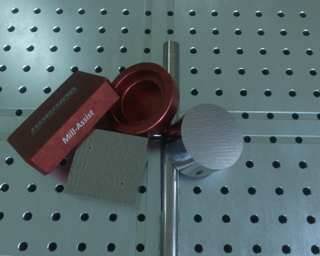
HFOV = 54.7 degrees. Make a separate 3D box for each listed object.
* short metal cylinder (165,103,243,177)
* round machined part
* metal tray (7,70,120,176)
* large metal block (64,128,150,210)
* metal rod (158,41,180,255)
[{"bbox_3d":[0.053,0.016,0.379,0.081,0.050,0.080,7,69,-19],"label":"short metal cylinder"},{"bbox_3d":[-0.020,-0.032,0.400,0.098,0.042,0.098,-9,67,23],"label":"round machined part"},{"bbox_3d":[-0.121,-0.013,0.387,0.130,0.030,0.090,-50,39,-16],"label":"metal tray"},{"bbox_3d":[-0.060,0.050,0.379,0.080,0.050,0.080,10,70,3],"label":"large metal block"},{"bbox_3d":[0.013,0.019,0.405,0.025,0.025,0.299,1,70,0],"label":"metal rod"}]
